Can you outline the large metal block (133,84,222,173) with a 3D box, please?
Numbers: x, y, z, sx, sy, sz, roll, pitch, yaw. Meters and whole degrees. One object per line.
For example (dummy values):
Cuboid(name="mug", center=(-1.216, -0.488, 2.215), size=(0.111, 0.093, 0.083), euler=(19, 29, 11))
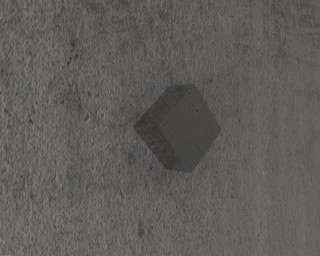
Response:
Cuboid(name="large metal block", center=(0.025, 0.000, 0.409), size=(0.080, 0.050, 0.080), euler=(-51, 120, -28))
